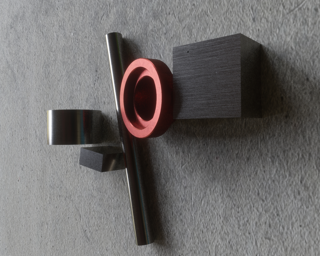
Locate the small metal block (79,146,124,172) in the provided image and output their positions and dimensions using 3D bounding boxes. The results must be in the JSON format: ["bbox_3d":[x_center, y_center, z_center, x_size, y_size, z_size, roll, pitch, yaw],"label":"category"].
[{"bbox_3d":[-0.081,0.044,0.453,0.050,0.050,0.025,11,97,39],"label":"small metal block"}]

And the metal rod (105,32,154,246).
[{"bbox_3d":[-0.044,0.010,0.439,0.025,0.025,0.298,-16,80,38],"label":"metal rod"}]

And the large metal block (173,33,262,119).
[{"bbox_3d":[0.061,-0.050,0.337,0.080,0.050,0.079,-1,90,39],"label":"large metal block"}]

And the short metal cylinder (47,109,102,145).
[{"bbox_3d":[-0.130,-0.001,0.473,0.080,0.081,0.050,-1,89,39],"label":"short metal cylinder"}]

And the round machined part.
[{"bbox_3d":[-0.008,-0.037,0.389,0.098,0.042,0.097,5,96,54],"label":"round machined part"}]
